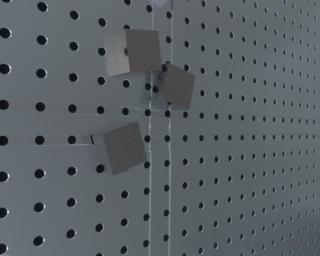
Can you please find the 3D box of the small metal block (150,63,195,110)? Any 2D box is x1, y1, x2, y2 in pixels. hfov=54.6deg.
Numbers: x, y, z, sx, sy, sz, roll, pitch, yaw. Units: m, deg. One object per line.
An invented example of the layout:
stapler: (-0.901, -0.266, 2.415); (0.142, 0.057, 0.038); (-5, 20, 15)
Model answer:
small metal block: (0.018, -0.055, 0.423); (0.050, 0.025, 0.050); (16, 80, -39)

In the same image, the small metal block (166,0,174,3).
small metal block: (0.013, -0.209, 0.418); (0.050, 0.025, 0.050); (40, 66, -33)

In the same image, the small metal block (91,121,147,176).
small metal block: (-0.047, 0.023, 0.369); (0.050, 0.025, 0.050); (-21, 104, -38)

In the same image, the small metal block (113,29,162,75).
small metal block: (-0.027, -0.094, 0.385); (0.050, 0.025, 0.050); (-11, 97, -39)
